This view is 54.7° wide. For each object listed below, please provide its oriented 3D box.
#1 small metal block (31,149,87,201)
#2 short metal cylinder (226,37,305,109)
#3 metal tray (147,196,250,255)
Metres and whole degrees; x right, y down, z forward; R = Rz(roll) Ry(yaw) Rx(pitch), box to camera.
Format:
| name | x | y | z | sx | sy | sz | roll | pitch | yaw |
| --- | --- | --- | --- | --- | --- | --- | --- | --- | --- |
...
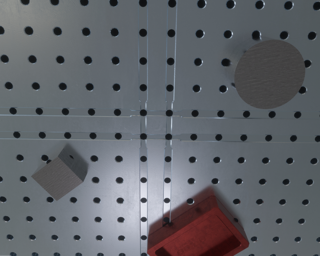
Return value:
| name | x | y | z | sx | sy | sz | roll | pitch | yaw |
| --- | --- | --- | --- | --- | --- | --- | --- | --- | --- |
| small metal block | -0.141 | 0.066 | 0.436 | 0.050 | 0.025 | 0.050 | -36 | 107 | 12 |
| short metal cylinder | 0.125 | -0.068 | 0.376 | 0.081 | 0.050 | 0.079 | 0 | 110 | 0 |
| metal tray | 0.057 | 0.175 | 0.475 | 0.130 | 0.030 | 0.090 | -36 | 106 | 12 |
